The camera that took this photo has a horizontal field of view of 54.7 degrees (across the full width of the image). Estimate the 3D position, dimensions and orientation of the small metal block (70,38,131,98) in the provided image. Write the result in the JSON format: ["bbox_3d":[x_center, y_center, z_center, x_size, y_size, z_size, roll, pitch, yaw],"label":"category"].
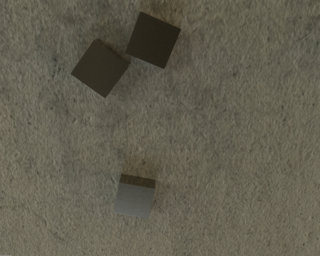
[{"bbox_3d":[-0.072,-0.073,0.382,0.050,0.025,0.050,36,106,-13],"label":"small metal block"}]

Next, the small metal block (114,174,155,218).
[{"bbox_3d":[-0.036,0.098,0.445,0.050,0.025,0.050,11,110,-5],"label":"small metal block"}]

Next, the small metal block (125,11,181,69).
[{"bbox_3d":[-0.008,-0.105,0.371,0.050,0.025,0.050,21,109,-8],"label":"small metal block"}]
